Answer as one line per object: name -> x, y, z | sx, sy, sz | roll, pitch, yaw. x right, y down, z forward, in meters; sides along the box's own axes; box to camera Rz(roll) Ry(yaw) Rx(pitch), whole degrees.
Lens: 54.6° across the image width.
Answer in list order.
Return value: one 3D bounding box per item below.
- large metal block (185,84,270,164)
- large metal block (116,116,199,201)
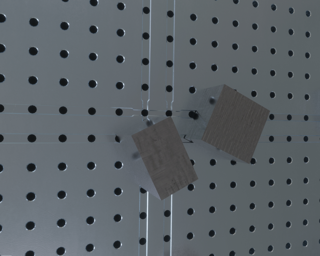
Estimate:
large metal block -> 0.094, -0.005, 0.433 | 0.080, 0.050, 0.080 | 26, 81, -18
large metal block -> -0.007, 0.033, 0.381 | 0.050, 0.080, 0.080 | -27, 99, -18
